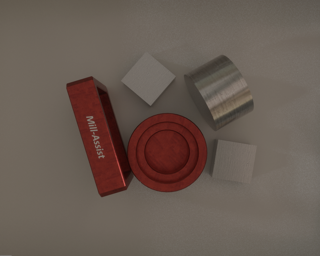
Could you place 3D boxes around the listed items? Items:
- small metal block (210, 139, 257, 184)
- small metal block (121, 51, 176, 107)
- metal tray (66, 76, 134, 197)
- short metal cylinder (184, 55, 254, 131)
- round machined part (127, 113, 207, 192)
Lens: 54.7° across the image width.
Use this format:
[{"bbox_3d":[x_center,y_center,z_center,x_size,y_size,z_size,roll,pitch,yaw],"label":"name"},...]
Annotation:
[{"bbox_3d":[0.096,0.043,0.411,0.050,0.025,0.050,9,89,1],"label":"small metal block"},{"bbox_3d":[-0.015,-0.063,0.409,0.050,0.025,0.050,40,90,1],"label":"small metal block"},{"bbox_3d":[-0.069,0.009,0.376,0.030,0.090,0.129,-17,90,0],"label":"metal tray"},{"bbox_3d":[0.071,-0.043,0.383,0.050,0.080,0.080,-29,90,0],"label":"short metal cylinder"},{"bbox_3d":[0.009,0.030,0.400,0.099,0.042,0.097,0,90,-1],"label":"round machined part"}]
